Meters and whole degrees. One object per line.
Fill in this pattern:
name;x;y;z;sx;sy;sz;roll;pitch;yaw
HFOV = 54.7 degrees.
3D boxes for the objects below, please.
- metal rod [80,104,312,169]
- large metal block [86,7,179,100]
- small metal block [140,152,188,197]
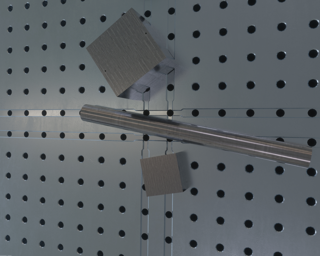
metal rod;0.031;0.006;0.401;0.301;0.025;0.025;11;94;19
large metal block;-0.036;-0.095;0.412;0.080;0.050;0.080;-36;79;16
small metal block;0.006;0.061;0.411;0.050;0.025;0.050;-12;86;19
